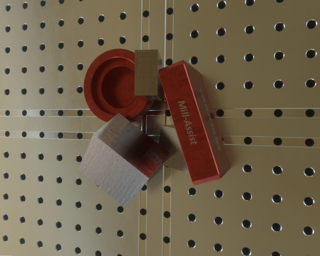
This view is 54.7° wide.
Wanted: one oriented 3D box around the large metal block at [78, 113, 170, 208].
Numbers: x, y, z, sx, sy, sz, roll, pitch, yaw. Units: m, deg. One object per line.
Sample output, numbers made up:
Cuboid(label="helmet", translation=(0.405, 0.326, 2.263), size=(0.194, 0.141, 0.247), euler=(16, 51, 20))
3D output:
Cuboid(label="large metal block", translation=(-0.047, 0.042, 0.391), size=(0.080, 0.050, 0.080), euler=(38, 134, 4))

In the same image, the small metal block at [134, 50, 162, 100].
Cuboid(label="small metal block", translation=(-0.012, -0.059, 0.359), size=(0.025, 0.050, 0.050), euler=(0, 89, 6))

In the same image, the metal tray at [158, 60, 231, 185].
Cuboid(label="metal tray", translation=(0.044, -0.006, 0.362), size=(0.030, 0.090, 0.129), euler=(-19, 84, 19))

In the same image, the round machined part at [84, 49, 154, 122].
Cuboid(label="round machined part", translation=(-0.050, -0.054, 0.420), size=(0.098, 0.042, 0.097), euler=(0, 90, 19))

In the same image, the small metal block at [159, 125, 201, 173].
Cuboid(label="small metal block", translation=(0.026, 0.026, 0.397), size=(0.050, 0.025, 0.050), euler=(14, 99, 30))
